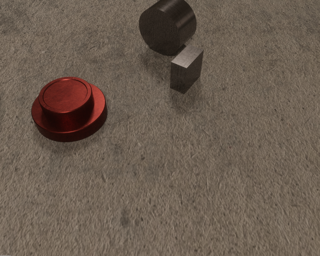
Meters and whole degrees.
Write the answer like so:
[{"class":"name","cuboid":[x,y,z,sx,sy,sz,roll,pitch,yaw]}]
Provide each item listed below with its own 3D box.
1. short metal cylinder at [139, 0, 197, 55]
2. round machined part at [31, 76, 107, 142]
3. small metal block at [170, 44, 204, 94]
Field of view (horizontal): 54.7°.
[{"class":"short metal cylinder","cuboid":[0.013,-0.168,0.509,0.080,0.080,0.050,28,55,21]},{"class":"round machined part","cuboid":[-0.123,-0.032,0.417,0.099,0.042,0.098,0,50,0]},{"class":"small metal block","cuboid":[0.040,-0.087,0.461,0.025,0.050,0.050,27,55,20]}]
